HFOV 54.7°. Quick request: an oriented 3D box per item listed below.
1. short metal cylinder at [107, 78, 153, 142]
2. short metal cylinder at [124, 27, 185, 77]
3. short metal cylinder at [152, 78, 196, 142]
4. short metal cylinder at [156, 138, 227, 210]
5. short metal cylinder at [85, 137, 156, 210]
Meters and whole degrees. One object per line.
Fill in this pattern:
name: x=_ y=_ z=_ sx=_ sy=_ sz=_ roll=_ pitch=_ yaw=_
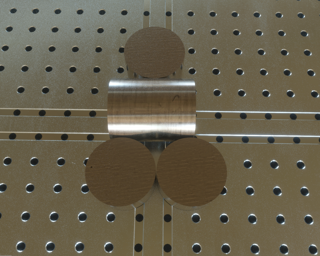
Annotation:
short metal cylinder: x=-0.035 y=-0.023 z=0.391 sx=0.050 sy=0.080 sz=0.080 roll=0 pitch=70 yaw=0
short metal cylinder: x=-0.007 y=-0.093 z=0.432 sx=0.081 sy=0.050 sz=0.080 roll=0 pitch=70 yaw=0
short metal cylinder: x=0.016 y=-0.022 z=0.392 sx=0.050 sy=0.080 sz=0.080 roll=0 pitch=70 yaw=0
short metal cylinder: x=0.036 y=0.057 z=0.376 sx=0.081 sy=0.050 sz=0.080 roll=0 pitch=70 yaw=0
short metal cylinder: x=-0.045 y=0.057 z=0.376 sx=0.081 sy=0.050 sz=0.080 roll=0 pitch=70 yaw=0
